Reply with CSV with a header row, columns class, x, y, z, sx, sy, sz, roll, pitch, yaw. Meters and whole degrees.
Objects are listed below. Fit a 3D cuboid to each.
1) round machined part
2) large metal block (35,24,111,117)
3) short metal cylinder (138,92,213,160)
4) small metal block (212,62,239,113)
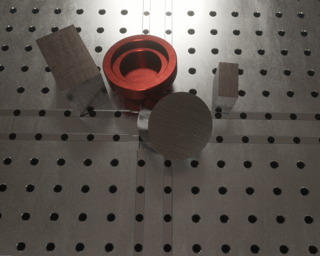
class,x,y,z,sx,sy,sz,roll,pitch,yaw
round machined part,-0.025,-0.078,0.425,0.099,0.042,0.098,-2,60,3
large metal block,-0.111,-0.072,0.408,0.050,0.080,0.080,-28,73,-10
short metal cylinder,0.017,-0.004,0.382,0.081,0.050,0.079,-2,96,-18
small metal block,0.088,-0.054,0.419,0.025,0.050,0.050,5,70,2
